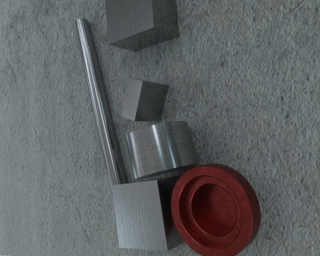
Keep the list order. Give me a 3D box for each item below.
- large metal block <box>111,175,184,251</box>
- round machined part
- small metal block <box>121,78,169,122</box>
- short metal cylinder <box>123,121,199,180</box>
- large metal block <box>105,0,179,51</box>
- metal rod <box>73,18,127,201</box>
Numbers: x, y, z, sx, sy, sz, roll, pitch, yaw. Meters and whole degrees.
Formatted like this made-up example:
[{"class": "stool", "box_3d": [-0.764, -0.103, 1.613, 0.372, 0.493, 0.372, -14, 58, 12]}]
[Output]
[{"class": "large metal block", "box_3d": [-0.012, 0.107, 0.396, 0.080, 0.050, 0.080, -14, 81, 38]}, {"class": "round machined part", "box_3d": [0.063, 0.088, 0.340, 0.098, 0.042, 0.097, 0, 90, 39]}, {"class": "small metal block", "box_3d": [-0.019, -0.036, 0.403, 0.025, 0.050, 0.050, 20, 103, 38]}, {"class": "short metal cylinder", "box_3d": [0.001, 0.028, 0.367, 0.080, 0.081, 0.050, -23, 76, 37]}, {"class": "large metal block", "box_3d": [-0.025, -0.154, 0.407, 0.080, 0.050, 0.080, -6, 86, 39]}, {"class": "metal rod", "box_3d": [-0.091, -0.032, 0.477, 0.025, 0.025, 0.299, -24, 75, 37]}]
